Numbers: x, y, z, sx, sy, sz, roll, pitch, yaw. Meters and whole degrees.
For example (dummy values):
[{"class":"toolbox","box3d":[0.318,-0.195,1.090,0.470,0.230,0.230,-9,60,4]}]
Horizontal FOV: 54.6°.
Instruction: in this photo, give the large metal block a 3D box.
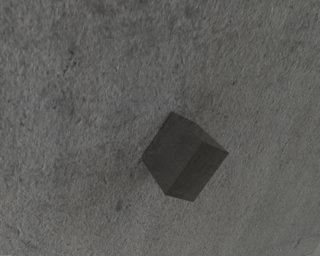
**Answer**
[{"class":"large metal block","box3d":[0.029,0.037,0.409,0.050,0.080,0.080,24,105,-37]}]
